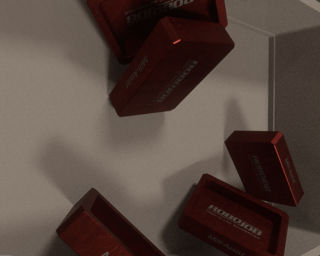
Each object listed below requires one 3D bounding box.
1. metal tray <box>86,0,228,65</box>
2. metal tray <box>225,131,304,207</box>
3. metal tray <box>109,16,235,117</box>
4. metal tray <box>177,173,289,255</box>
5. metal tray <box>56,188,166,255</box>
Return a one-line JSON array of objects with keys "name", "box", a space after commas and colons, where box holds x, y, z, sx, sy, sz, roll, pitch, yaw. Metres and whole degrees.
[{"name": "metal tray", "box": [0.000, -0.128, 0.330, 0.090, 0.131, 0.030, 64, 10, -50]}, {"name": "metal tray", "box": [0.172, 0.066, 0.511, 0.030, 0.090, 0.130, -42, 116, -32]}, {"name": "metal tray", "box": [0.010, -0.063, 0.350, 0.091, 0.129, 0.030, -10, 65, -40]}, {"name": "metal tray", "box": [0.100, 0.124, 0.417, 0.090, 0.130, 0.030, -48, 159, -51]}, {"name": "metal tray", "box": [-0.035, 0.121, 0.304, 0.130, 0.090, 0.030, 45, 86, -4]}]
